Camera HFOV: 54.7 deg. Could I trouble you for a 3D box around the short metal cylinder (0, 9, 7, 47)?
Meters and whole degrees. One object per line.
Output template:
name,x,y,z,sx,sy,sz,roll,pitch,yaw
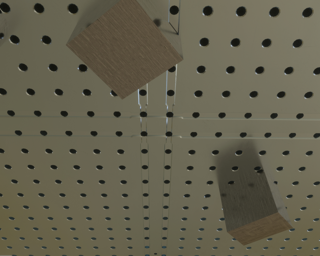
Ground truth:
short metal cylinder,-0.204,-0.099,0.309,0.081,0.050,0.079,0,130,0

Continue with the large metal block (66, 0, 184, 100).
large metal block,-0.033,-0.089,0.319,0.080,0.050,0.080,-30,124,23

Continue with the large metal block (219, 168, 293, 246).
large metal block,0.145,0.123,0.481,0.080,0.080,0.050,-31,124,23
